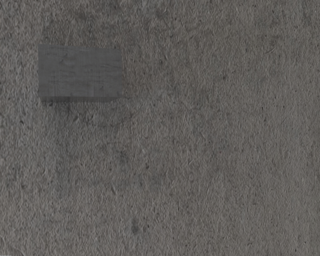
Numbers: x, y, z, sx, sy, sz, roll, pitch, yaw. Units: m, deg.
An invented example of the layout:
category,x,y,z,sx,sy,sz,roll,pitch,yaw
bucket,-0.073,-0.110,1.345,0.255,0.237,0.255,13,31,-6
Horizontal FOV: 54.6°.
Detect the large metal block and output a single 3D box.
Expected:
category,x,y,z,sx,sy,sz,roll,pitch,yaw
large metal block,-0.091,-0.056,0.346,0.081,0.080,0.050,-1,91,-20
